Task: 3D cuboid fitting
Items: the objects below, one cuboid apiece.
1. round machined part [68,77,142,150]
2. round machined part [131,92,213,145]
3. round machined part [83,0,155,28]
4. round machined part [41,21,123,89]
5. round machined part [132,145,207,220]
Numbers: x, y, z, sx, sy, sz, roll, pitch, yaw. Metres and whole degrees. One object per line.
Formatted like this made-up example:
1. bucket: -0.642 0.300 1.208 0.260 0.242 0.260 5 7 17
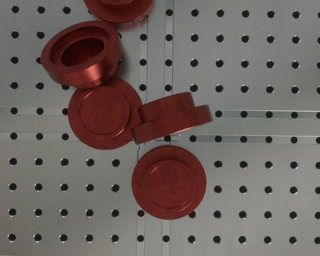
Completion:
1. round machined part: -0.071 -0.020 0.404 0.099 0.042 0.097 0 90 -1
2. round machined part: 0.011 -0.014 0.377 0.099 0.098 0.042 -17 88 0
3. round machined part: -0.055 -0.185 0.404 0.099 0.042 0.097 0 90 -1
4. round machined part: -0.093 -0.087 0.387 0.098 0.042 0.098 -8 52 10
5. round machined part: 0.012 0.072 0.405 0.099 0.042 0.097 0 90 -1
